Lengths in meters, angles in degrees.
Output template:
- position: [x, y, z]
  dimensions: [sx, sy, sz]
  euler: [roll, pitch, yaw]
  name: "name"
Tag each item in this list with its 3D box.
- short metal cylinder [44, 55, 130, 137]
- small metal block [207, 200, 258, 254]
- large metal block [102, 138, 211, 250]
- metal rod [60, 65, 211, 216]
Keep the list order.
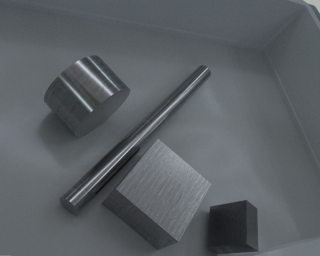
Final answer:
- position: [-0.080, -0.035, 0.349]
  dimensions: [0.050, 0.080, 0.080]
  euler: [47, 51, 4]
  name: "short metal cylinder"
- position: [0.085, 0.116, 0.362]
  dimensions: [0.025, 0.050, 0.050]
  euler: [40, 45, -32]
  name: "small metal block"
- position: [-0.003, 0.073, 0.345]
  dimensions: [0.080, 0.050, 0.080]
  euler: [41, 51, -1]
  name: "large metal block"
- position: [-0.010, -0.006, 0.404]
  dimensions: [0.025, 0.025, 0.301]
  euler: [43, 51, 1]
  name: "metal rod"
